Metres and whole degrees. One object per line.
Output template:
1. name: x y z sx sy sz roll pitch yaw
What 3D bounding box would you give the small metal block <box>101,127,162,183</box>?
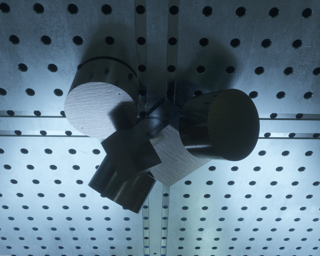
1. small metal block: -0.031 0.028 0.349 0.025 0.050 0.050 -36 78 28

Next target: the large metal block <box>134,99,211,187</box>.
1. large metal block: 0.011 0.023 0.407 0.080 0.050 0.080 37 121 -27

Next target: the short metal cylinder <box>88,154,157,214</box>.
1. short metal cylinder: -0.051 0.076 0.427 0.080 0.050 0.080 29 168 7

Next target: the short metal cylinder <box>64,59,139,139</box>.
1. short metal cylinder: -0.065 -0.033 0.362 0.081 0.050 0.079 0 130 0

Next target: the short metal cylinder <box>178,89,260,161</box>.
1. short metal cylinder: 0.069 -0.003 0.360 0.080 0.080 0.050 36 160 -26
